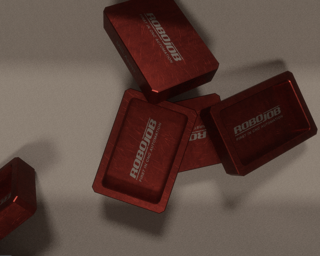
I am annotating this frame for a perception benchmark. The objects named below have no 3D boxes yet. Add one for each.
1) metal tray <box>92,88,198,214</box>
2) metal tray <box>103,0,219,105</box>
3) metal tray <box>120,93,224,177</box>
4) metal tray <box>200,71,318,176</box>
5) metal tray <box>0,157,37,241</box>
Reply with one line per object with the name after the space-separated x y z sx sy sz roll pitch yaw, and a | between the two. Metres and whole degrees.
-0.018 0.027 0.378 0.090 0.030 0.129 19 90 -1 | metal tray
-0.001 -0.101 0.376 0.091 0.030 0.130 -24 72 -19 | metal tray
0.021 0.012 0.409 0.131 0.030 0.089 -13 90 -1 | metal tray
0.126 -0.007 0.390 0.131 0.030 0.090 -25 91 -19 | metal tray
-0.213 0.105 0.375 0.130 0.090 0.030 -38 126 -1 | metal tray
